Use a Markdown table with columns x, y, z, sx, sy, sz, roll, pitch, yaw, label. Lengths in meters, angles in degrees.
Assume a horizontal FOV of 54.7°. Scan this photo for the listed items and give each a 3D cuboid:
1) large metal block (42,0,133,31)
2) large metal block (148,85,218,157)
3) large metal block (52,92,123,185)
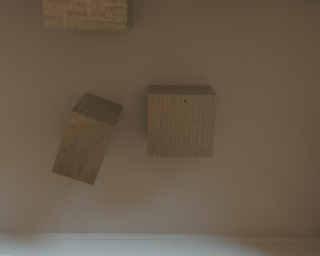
| x | y | z | sx | sy | sz | roll | pitch | yaw | label |
| --- | --- | --- | --- | --- | --- | --- | --- | --- | --- |
| -0.072 | -0.133 | 0.332 | 0.081 | 0.080 | 0.050 | 2 | 110 | -1 | large metal block |
| 0.025 | -0.010 | 0.395 | 0.081 | 0.050 | 0.079 | 1 | 110 | -1 | large metal block |
| -0.087 | 0.010 | 0.385 | 0.050 | 0.080 | 0.079 | 20 | 109 | -8 | large metal block |
